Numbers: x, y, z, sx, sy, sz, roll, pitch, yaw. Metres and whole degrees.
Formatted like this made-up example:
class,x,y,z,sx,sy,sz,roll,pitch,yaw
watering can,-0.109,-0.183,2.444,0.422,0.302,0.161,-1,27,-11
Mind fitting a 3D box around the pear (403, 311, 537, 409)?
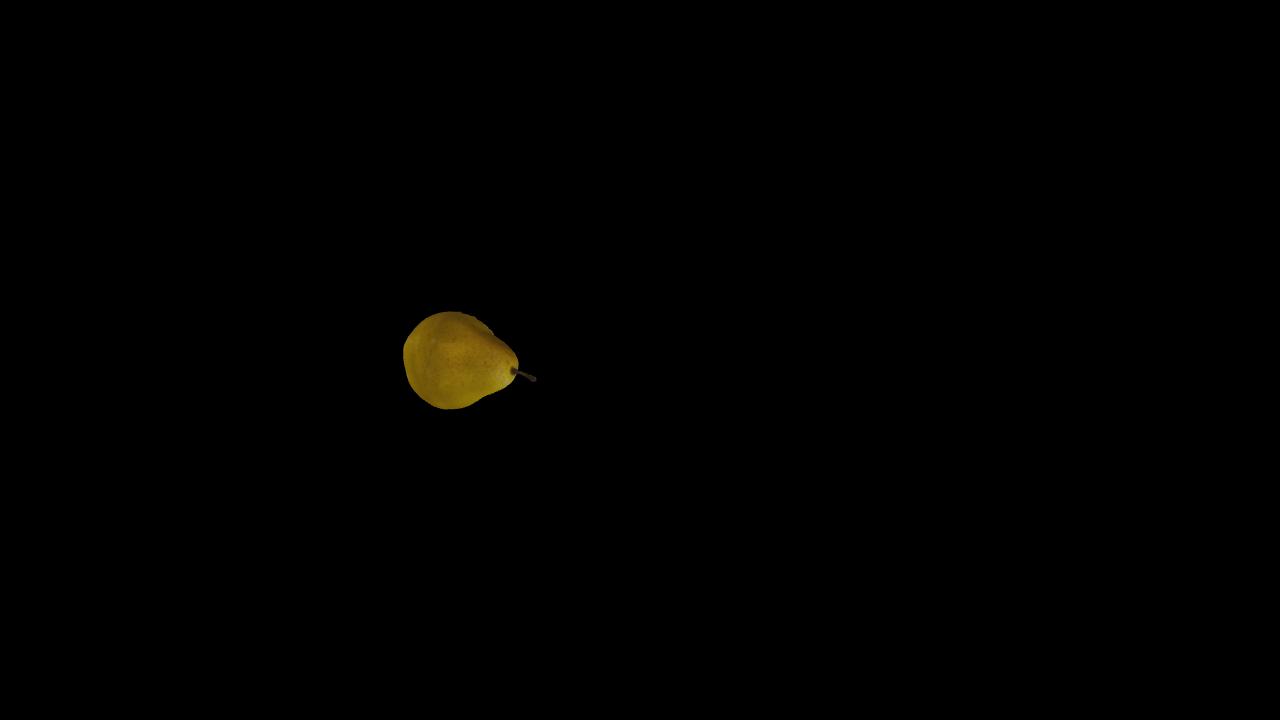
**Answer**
class,x,y,z,sx,sy,sz,roll,pitch,yaw
pear,-0.133,0.000,0.489,0.111,0.080,0.080,-2,-1,30
